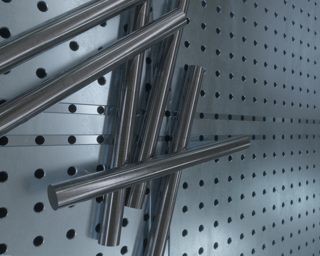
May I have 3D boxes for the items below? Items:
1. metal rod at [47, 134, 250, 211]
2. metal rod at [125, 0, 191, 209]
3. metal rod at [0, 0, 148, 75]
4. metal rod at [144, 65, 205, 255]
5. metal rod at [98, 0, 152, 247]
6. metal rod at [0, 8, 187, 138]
[{"bbox_3d":[0.014,0.043,0.386,0.302,0.025,0.025,-11,97,-39],"label":"metal rod"},{"bbox_3d":[-0.001,-0.047,0.407,0.025,0.025,0.299,22,76,-38],"label":"metal rod"},{"bbox_3d":[-0.079,-0.115,0.323,0.302,0.025,0.025,-38,114,-27],"label":"metal rod"},{"bbox_3d":[0.018,0.057,0.423,0.025,0.025,0.299,22,76,-38],"label":"metal rod"},{"bbox_3d":[-0.041,-0.014,0.373,0.025,0.025,0.299,12,83,-39],"label":"metal rod"},{"bbox_3d":[-0.082,-0.054,0.318,0.302,0.025,0.025,-38,114,-27],"label":"metal rod"}]
